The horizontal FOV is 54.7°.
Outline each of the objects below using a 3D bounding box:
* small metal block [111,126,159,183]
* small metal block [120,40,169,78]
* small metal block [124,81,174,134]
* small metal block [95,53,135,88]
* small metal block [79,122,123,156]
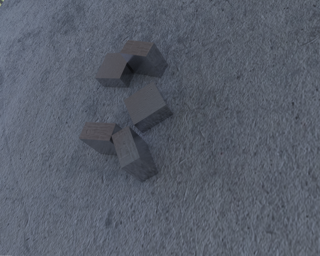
[{"bbox_3d":[-0.031,0.033,0.384,0.025,0.050,0.050,-31,52,9],"label":"small metal block"},{"bbox_3d":[-0.023,-0.103,0.463,0.050,0.050,0.025,16,71,34],"label":"small metal block"},{"bbox_3d":[-0.017,-0.029,0.430,0.050,0.025,0.050,-32,52,7],"label":"small metal block"},{"bbox_3d":[-0.069,-0.093,0.497,0.050,0.025,0.050,7,65,31],"label":"small metal block"},{"bbox_3d":[-0.070,0.015,0.415,0.050,0.050,0.025,2,63,29],"label":"small metal block"}]
